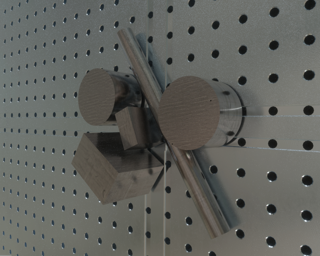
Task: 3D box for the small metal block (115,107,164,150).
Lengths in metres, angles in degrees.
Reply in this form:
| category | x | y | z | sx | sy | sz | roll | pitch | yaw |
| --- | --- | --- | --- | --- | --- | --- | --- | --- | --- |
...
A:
| category | x | y | z | sx | sy | sz | roll | pitch | yaw |
| --- | --- | --- | --- | --- | --- | --- | --- | --- | --- |
| small metal block | -0.027 | 0.001 | 0.410 | 0.025 | 0.050 | 0.050 | -27 | 73 | 37 |

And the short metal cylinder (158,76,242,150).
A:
| category | x | y | z | sx | sy | sz | roll | pitch | yaw |
| --- | --- | --- | --- | --- | --- | --- | --- | --- | --- |
| short metal cylinder | 0.045 | -0.016 | 0.351 | 0.080 | 0.050 | 0.079 | 0 | 90 | 40 |

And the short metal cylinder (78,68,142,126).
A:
| category | x | y | z | sx | sy | sz | roll | pitch | yaw |
| --- | --- | --- | --- | --- | --- | --- | --- | --- | --- |
| short metal cylinder | -0.073 | -0.043 | 0.449 | 0.080 | 0.050 | 0.079 | 0 | 90 | 40 |

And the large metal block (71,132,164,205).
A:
| category | x | y | z | sx | sy | sz | roll | pitch | yaw |
| --- | --- | --- | --- | --- | --- | --- | --- | --- | --- |
| large metal block | -0.057 | 0.049 | 0.414 | 0.080 | 0.081 | 0.050 | 42 | 116 | 32 |

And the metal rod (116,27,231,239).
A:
| category | x | y | z | sx | sy | sz | roll | pitch | yaw |
| --- | --- | --- | --- | --- | --- | --- | --- | --- | --- |
| metal rod | 0.009 | -0.008 | 0.397 | 0.025 | 0.025 | 0.299 | -38 | 67 | 33 |
